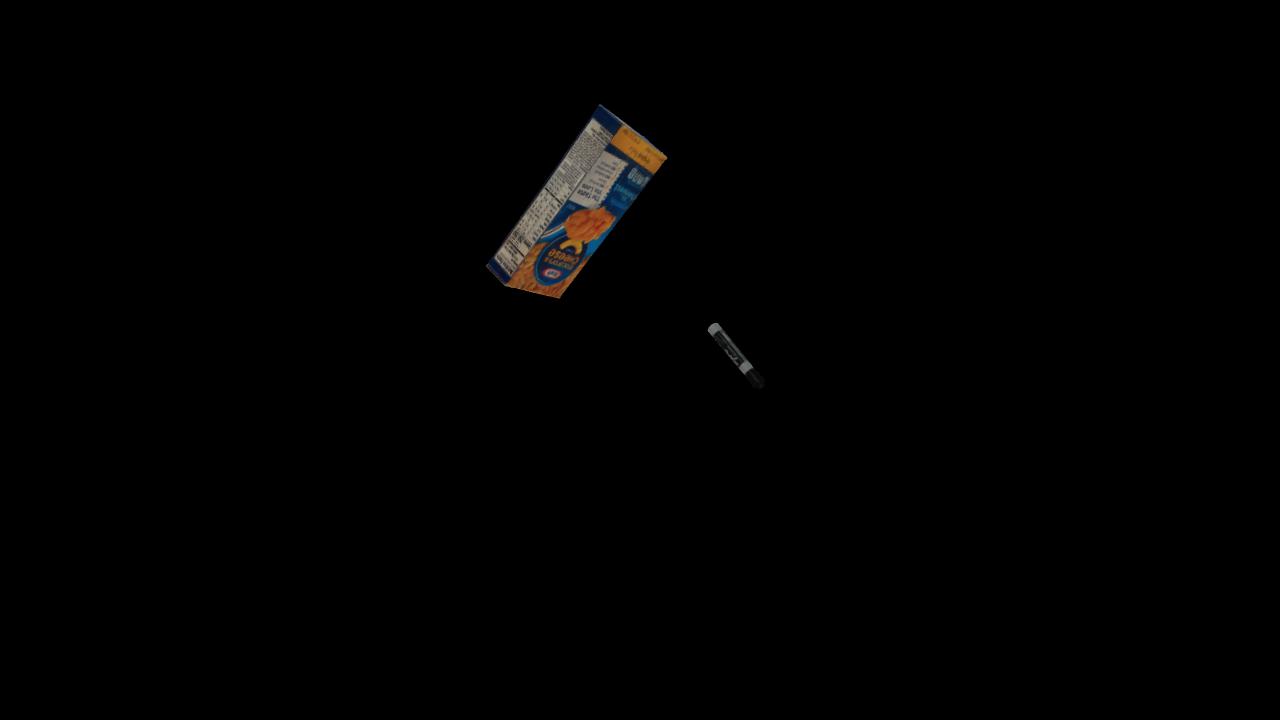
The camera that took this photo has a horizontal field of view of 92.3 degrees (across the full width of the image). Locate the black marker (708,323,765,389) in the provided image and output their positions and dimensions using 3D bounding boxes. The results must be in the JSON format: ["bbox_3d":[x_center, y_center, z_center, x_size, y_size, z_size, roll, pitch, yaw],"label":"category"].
[{"bbox_3d":[0.138,-0.006,0.877,0.020,0.121,0.020,-26,-31,-17],"label":"black marker"}]

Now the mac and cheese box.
[{"bbox_3d":[-0.060,-0.145,0.597,0.041,0.184,0.093,46,18,20],"label":"mac and cheese box"}]
